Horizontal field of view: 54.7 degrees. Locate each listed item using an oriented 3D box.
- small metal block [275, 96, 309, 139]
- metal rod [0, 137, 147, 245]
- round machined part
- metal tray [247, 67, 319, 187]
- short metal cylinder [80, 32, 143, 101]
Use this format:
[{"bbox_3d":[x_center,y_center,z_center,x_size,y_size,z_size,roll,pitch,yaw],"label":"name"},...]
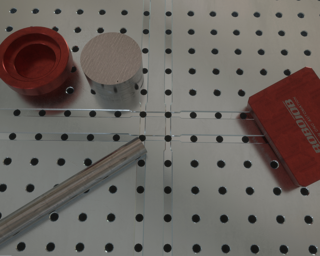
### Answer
[{"bbox_3d":[0.181,-0.015,0.419,0.050,0.025,0.050,24,72,8],"label":"small metal block"},{"bbox_3d":[-0.149,0.099,0.373,0.301,0.025,0.025,-32,73,-11],"label":"metal rod"},{"bbox_3d":[-0.171,-0.089,0.433,0.099,0.042,0.098,0,70,-1],"label":"round machined part"},{"bbox_3d":[0.184,-0.002,0.397,0.090,0.030,0.130,-29,75,6],"label":"metal tray"},{"bbox_3d":[-0.064,-0.084,0.428,0.081,0.050,0.080,0,70,0],"label":"short metal cylinder"}]
